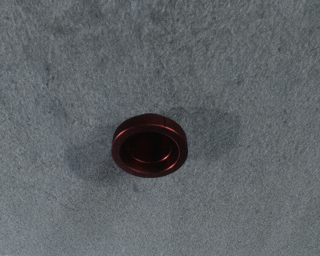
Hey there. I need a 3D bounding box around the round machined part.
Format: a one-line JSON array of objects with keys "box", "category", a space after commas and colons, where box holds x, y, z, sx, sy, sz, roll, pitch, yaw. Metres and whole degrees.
[{"box": [-0.013, 0.019, 0.412, 0.099, 0.042, 0.097, -1, 130, 0], "category": "round machined part"}]
